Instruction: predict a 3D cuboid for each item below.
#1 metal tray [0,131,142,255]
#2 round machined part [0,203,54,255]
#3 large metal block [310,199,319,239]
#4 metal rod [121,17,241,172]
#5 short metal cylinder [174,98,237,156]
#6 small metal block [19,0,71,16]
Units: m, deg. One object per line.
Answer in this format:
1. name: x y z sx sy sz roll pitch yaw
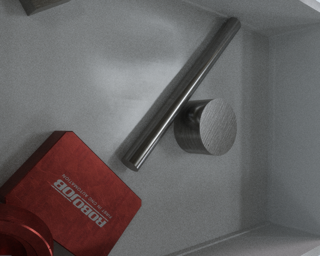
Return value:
1. metal tray: -0.088 0.076 0.331 0.130 0.030 0.090 52 60 -28
2. round machined part: -0.141 0.103 0.260 0.099 0.042 0.097 -7 114 -15
3. large metal block: 0.409 0.228 0.742 0.080 0.050 0.080 41 65 -33
4. metal rod: 0.043 -0.063 0.444 0.025 0.025 0.301 52 60 -28
5. short metal cylinder: 0.066 -0.001 0.448 0.081 0.050 0.079 0 90 -40
6. small metal block: -0.119 -0.147 0.308 0.050 0.025 0.050 -39 114 -33
